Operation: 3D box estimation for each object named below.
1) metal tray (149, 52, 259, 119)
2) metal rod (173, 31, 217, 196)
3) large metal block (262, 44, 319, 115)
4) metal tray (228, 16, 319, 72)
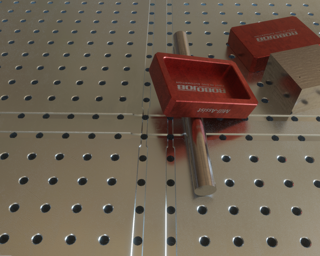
[{"bbox_3d":[0.058,-0.057,0.423,0.131,0.030,0.090,0,51,-24],"label":"metal tray"},{"bbox_3d":[0.043,-0.044,0.444,0.025,0.025,0.300,-2,50,-2],"label":"metal rod"},{"bbox_3d":[0.211,-0.072,0.454,0.081,0.050,0.080,-13,51,-11],"label":"large metal block"},{"bbox_3d":[0.194,-0.145,0.528,0.131,0.030,0.090,-14,51,-12],"label":"metal tray"}]
